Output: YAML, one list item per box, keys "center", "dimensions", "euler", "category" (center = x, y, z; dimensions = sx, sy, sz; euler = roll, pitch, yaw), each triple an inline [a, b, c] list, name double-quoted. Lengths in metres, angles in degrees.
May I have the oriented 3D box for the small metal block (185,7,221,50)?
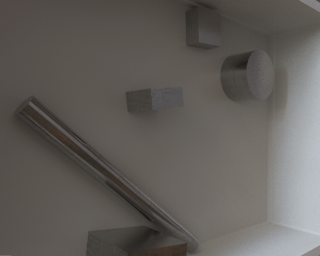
- center: [0.065, -0.148, 0.464]
  dimensions: [0.050, 0.025, 0.050]
  euler: [-3, 92, -40]
  category: "small metal block"

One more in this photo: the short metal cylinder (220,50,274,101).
- center: [0.146, -0.086, 0.516]
  dimensions: [0.081, 0.050, 0.079]
  euler: [0, 90, -40]
  category: "short metal cylinder"

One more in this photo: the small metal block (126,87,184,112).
- center: [-0.007, -0.036, 0.387]
  dimensions: [0.050, 0.050, 0.025]
  euler: [-9, 96, -40]
  category: "small metal block"

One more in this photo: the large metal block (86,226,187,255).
- center: [-0.028, 0.148, 0.349]
  dimensions: [0.081, 0.080, 0.050]
  euler: [9, 84, -40]
  category: "large metal block"

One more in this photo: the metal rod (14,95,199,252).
- center: [-0.042, 0.073, 0.372]
  dimensions: [0.300, 0.025, 0.025]
  euler: [47, 62, -30]
  category: "metal rod"
